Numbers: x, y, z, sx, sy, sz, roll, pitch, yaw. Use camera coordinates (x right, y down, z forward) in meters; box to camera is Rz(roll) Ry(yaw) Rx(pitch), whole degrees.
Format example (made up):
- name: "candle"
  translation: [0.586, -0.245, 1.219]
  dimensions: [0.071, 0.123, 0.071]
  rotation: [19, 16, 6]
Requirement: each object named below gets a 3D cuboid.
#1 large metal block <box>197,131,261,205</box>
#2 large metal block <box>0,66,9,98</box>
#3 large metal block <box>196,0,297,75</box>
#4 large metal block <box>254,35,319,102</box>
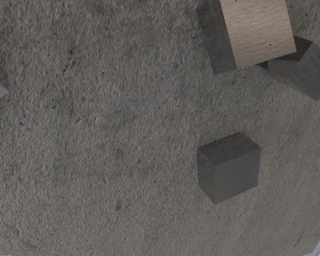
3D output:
- name: "large metal block"
  translation: [0.107, 0.062, 0.487]
  dimensions: [0.081, 0.050, 0.079]
  rotation: [-19, 126, -18]
- name: "large metal block"
  translation: [-0.191, -0.044, 0.259]
  dimensions: [0.080, 0.050, 0.080]
  rotation: [-38, 129, -3]
- name: "large metal block"
  translation: [0.098, -0.112, 0.354]
  dimensions: [0.081, 0.050, 0.080]
  rotation: [-19, 98, -17]
- name: "large metal block"
  translation: [0.176, -0.086, 0.414]
  dimensions: [0.080, 0.080, 0.050]
  rotation: [20, 108, -36]
